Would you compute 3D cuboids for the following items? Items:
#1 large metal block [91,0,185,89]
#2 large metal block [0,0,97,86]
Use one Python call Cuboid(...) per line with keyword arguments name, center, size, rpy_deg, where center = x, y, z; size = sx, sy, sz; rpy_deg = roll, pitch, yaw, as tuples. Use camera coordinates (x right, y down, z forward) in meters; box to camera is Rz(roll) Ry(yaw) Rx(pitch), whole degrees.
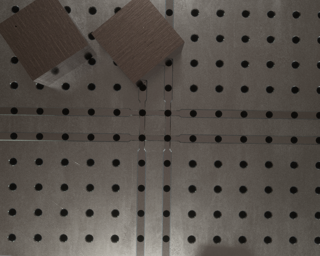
Cuboid(name="large metal block", center=(-0.027, -0.110, 0.400), size=(0.080, 0.050, 0.080), rpy_deg=(-40, 91, 0))
Cuboid(name="large metal block", center=(-0.143, -0.112, 0.399), size=(0.080, 0.050, 0.080), rpy_deg=(-34, 90, 0))
